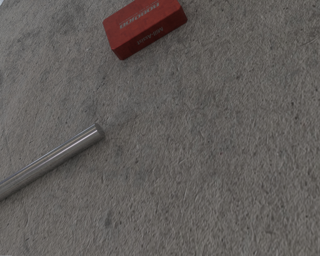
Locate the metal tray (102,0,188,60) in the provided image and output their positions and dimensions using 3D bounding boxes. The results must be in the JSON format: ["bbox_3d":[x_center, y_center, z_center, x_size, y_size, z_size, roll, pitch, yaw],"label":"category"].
[{"bbox_3d":[-0.029,-0.182,0.527,0.130,0.030,0.090,-29,52,9],"label":"metal tray"}]

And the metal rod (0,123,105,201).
[{"bbox_3d":[-0.214,0.079,0.467,0.300,0.025,0.025,-31,52,8],"label":"metal rod"}]
